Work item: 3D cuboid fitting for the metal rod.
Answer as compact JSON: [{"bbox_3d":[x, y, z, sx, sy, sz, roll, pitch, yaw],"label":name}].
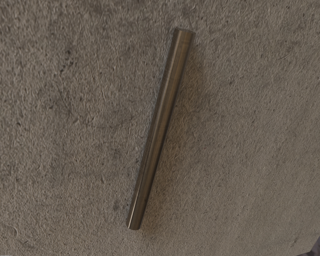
[{"bbox_3d":[-0.006,0.019,0.418,0.025,0.025,0.298,0,118,-29],"label":"metal rod"}]
